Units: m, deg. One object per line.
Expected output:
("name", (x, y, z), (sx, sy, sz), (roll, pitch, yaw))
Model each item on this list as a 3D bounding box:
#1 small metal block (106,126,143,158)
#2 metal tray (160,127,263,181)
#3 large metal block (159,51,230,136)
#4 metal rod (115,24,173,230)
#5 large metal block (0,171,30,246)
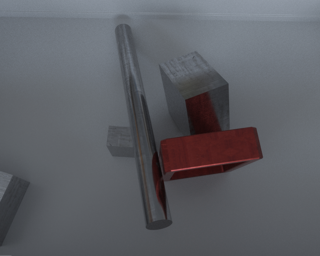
("small metal block", (-0.037, 0.019, 0.389), (0.050, 0.050, 0.025), (4, 70, 1))
("metal tray", (0.046, 0.034, 0.341), (0.091, 0.130, 0.030), (-8, 77, -3))
("large metal block", (0.042, -0.035, 0.379), (0.050, 0.080, 0.080), (-21, 44, -8))
("metal rod", (-0.028, -0.028, 0.374), (0.025, 0.025, 0.299), (-10, 53, -4))
("large metal block", (-0.216, 0.086, 0.362), (0.080, 0.050, 0.080), (16, 71, 5))
